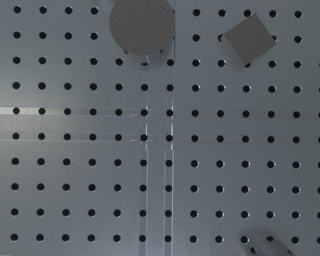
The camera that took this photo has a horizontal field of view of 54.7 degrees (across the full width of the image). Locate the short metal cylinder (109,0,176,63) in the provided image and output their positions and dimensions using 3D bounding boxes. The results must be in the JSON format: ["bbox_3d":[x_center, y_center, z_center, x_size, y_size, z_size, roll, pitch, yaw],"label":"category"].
[{"bbox_3d":[-0.021,-0.128,0.400,0.081,0.050,0.079,0,90,0],"label":"short metal cylinder"}]

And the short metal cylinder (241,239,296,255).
[{"bbox_3d":[0.148,0.193,0.402,0.081,0.050,0.079,0,90,0],"label":"short metal cylinder"}]

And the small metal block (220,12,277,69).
[{"bbox_3d":[0.117,-0.115,0.414,0.050,0.025,0.050,-34,90,0],"label":"small metal block"}]
